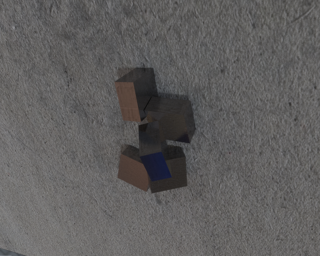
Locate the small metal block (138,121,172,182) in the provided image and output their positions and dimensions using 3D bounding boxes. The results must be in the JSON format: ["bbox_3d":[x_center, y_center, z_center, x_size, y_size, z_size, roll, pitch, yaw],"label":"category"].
[{"bbox_3d":[-0.006,0.028,0.374,0.025,0.050,0.050,-14,134,7],"label":"small metal block"}]

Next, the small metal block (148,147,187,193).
[{"bbox_3d":[0.008,0.057,0.422,0.050,0.025,0.050,-10,120,-8],"label":"small metal block"}]

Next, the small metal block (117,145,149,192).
[{"bbox_3d":[-0.033,0.060,0.461,0.050,0.025,0.050,24,127,13],"label":"small metal block"}]

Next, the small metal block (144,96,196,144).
[{"bbox_3d":[0.014,-0.010,0.384,0.050,0.025,0.050,8,140,23],"label":"small metal block"}]

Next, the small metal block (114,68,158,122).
[{"bbox_3d":[-0.026,-0.042,0.379,0.025,0.050,0.050,6,121,26],"label":"small metal block"}]
